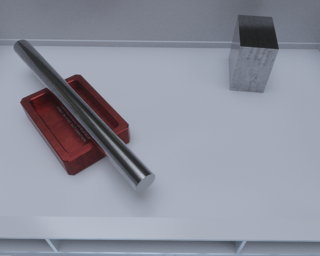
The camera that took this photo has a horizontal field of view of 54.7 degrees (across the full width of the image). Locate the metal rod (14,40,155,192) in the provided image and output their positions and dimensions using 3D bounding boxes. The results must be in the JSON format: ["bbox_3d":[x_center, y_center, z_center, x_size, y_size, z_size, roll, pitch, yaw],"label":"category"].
[{"bbox_3d":[-0.110,-0.032,0.390,0.025,0.025,0.300,-32,57,-24],"label":"metal rod"}]

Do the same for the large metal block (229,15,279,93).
[{"bbox_3d":[0.136,-0.111,0.464,0.050,0.080,0.080,5,50,4],"label":"large metal block"}]

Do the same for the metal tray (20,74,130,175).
[{"bbox_3d":[-0.112,-0.010,0.408,0.091,0.030,0.130,-31,57,-24],"label":"metal tray"}]
